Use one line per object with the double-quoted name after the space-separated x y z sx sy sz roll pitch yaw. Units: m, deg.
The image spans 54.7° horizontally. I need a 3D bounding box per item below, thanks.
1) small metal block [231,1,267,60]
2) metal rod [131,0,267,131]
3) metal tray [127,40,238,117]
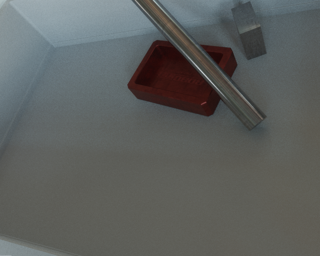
0.117 -0.127 0.406 0.025 0.050 0.050 -18 55 17 "small metal block"
0.020 -0.117 0.387 0.025 0.025 0.300 -39 75 1 "metal rod"
0.029 -0.074 0.431 0.130 0.030 0.090 17 70 34 "metal tray"
